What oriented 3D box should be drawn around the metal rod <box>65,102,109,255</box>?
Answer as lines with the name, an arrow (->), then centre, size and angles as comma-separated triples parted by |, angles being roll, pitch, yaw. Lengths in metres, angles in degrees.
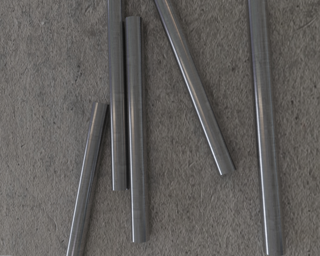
metal rod -> -0.111, 0.111, 0.448 | 0.025, 0.025, 0.298 | 12, 94, 19

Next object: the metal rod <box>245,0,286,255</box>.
metal rod -> 0.124, -0.004, 0.364 | 0.025, 0.025, 0.298 | -4, 89, 20

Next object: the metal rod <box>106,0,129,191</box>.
metal rod -> -0.058, -0.065, 0.429 | 0.025, 0.025, 0.298 | -2, 89, 20

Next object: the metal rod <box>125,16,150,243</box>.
metal rod -> -0.031, 0.001, 0.419 | 0.025, 0.025, 0.298 | -2, 89, 20

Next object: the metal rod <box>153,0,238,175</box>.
metal rod -> 0.033, -0.086, 0.397 | 0.025, 0.025, 0.299 | -22, 83, 18
